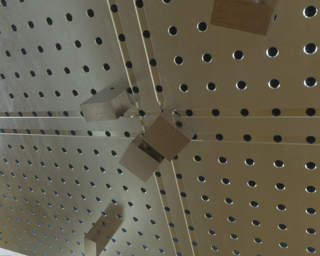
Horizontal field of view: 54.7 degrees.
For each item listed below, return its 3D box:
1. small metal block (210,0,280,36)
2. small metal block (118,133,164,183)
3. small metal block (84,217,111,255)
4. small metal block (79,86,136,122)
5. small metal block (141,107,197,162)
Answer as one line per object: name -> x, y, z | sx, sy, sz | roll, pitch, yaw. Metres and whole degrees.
small metal block -> 0.080, -0.109, 0.285 | 0.050, 0.050, 0.025 | 18, 126, 17
small metal block -> -0.025, 0.044, 0.450 | 0.050, 0.025, 0.050 | 36, 129, 3
small metal block -> -0.116, 0.207, 0.582 | 0.025, 0.050, 0.050 | 19, 126, 17
small metal block -> -0.068, -0.032, 0.410 | 0.050, 0.050, 0.025 | -4, 117, 29
small metal block -> 0.012, 0.009, 0.409 | 0.050, 0.025, 0.050 | 40, 129, 1
